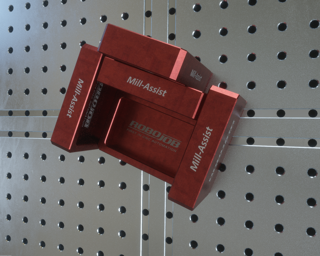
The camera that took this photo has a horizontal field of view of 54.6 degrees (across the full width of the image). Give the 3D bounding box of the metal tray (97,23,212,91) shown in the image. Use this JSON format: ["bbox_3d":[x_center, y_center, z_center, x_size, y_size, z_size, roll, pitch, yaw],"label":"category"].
[{"bbox_3d":[0.001,-0.075,0.356,0.090,0.130,0.030,24,99,18],"label":"metal tray"}]

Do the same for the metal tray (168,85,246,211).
[{"bbox_3d":[0.057,0.021,0.357,0.030,0.090,0.129,23,98,18],"label":"metal tray"}]

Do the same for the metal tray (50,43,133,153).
[{"bbox_3d":[-0.085,-0.035,0.408,0.030,0.090,0.129,23,98,18],"label":"metal tray"}]

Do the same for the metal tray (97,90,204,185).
[{"bbox_3d":[-0.010,0.011,0.413,0.130,0.030,0.090,23,98,18],"label":"metal tray"}]

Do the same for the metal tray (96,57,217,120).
[{"bbox_3d":[0.001,-0.046,0.378,0.130,0.090,0.030,23,98,18],"label":"metal tray"}]
